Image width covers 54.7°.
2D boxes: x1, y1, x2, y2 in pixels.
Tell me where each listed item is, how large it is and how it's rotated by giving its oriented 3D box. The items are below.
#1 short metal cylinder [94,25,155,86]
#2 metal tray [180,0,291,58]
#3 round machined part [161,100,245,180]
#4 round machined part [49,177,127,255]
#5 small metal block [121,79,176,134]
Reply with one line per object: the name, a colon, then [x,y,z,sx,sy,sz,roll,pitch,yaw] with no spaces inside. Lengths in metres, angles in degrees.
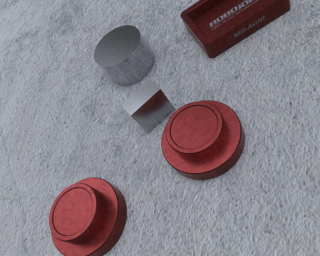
short metal cylinder: [-0.055,-0.112,0.484,0.080,0.050,0.080,-13,56,20]
metal tray: [0.105,-0.169,0.448,0.130,0.030,0.090,-32,52,7]
round machined part: [0.046,0.008,0.363,0.098,0.042,0.098,-13,56,20]
round machined part: [-0.094,0.106,0.375,0.098,0.042,0.098,-13,56,20]
small metal block: [-0.014,-0.027,0.411,0.050,0.050,0.025,-43,51,-1]
